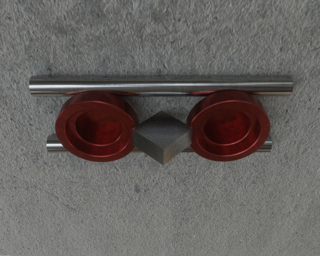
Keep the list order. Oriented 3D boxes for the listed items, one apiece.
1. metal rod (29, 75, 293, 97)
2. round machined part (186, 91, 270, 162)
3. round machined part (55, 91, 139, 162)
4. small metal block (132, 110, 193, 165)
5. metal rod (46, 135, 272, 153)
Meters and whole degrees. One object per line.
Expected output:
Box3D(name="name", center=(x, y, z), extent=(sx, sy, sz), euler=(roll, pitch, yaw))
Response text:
Box3D(name="metal rod", center=(0.002, -0.050, 0.366), extent=(0.302, 0.025, 0.025), euler=(0, 130, -1))
Box3D(name="round machined part", center=(0.082, -0.006, 0.386), extent=(0.099, 0.042, 0.097), euler=(0, 130, 0))
Box3D(name="round machined part", center=(-0.075, -0.006, 0.386), extent=(0.099, 0.042, 0.097), euler=(0, 130, 0))
Box3D(name="small metal block", center=(0.003, 0.010, 0.366), extent=(0.050, 0.050, 0.025), euler=(31, 138, 32))
Box3D(name="metal rod", center=(0.000, 0.022, 0.427), extent=(0.302, 0.025, 0.025), euler=(0, 130, -1))
